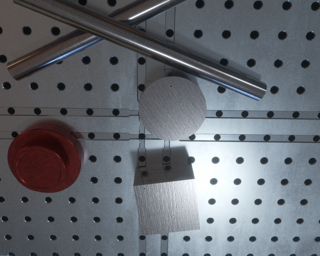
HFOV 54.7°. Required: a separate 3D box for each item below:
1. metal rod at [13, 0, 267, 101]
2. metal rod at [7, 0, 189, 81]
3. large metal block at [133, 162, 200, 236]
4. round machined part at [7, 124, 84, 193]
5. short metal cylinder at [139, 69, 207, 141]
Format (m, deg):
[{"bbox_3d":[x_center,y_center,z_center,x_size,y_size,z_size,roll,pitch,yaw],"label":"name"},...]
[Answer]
[{"bbox_3d":[-0.008,-0.093,0.358,0.302,0.025,0.025,19,109,-15],"label":"metal rod"},{"bbox_3d":[-0.044,-0.128,0.365,0.301,0.025,0.025,-23,109,7],"label":"metal rod"},{"bbox_3d":[0.010,0.099,0.437,0.080,0.050,0.079,-7,110,2],"label":"large metal block"},{"bbox_3d":[-0.157,0.047,0.419,0.099,0.042,0.097,0,110,-1],"label":"round machined part"},{"bbox_3d":[0.015,-0.030,0.389,0.081,0.050,0.079,0,110,-1],"label":"short metal cylinder"}]
